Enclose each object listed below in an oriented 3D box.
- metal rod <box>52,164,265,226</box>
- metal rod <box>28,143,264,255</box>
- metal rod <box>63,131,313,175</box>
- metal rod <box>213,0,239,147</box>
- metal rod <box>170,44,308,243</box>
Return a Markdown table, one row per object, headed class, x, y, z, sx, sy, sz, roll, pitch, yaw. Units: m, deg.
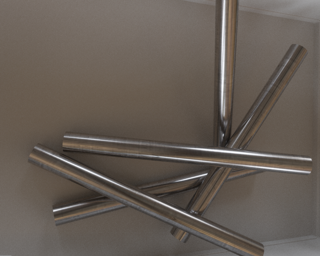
| class | x | y | z | sx | sy | sz | roll | pitch | yaw |
| --- | --- | --- | --- | --- | --- | --- | --- | --- | --- |
| metal rod | 0.015 | 0.079 | 0.417 | 0.303 | 0.025 | 0.025 | -10 | 94 | -20 |
| metal rod | -0.011 | 0.093 | 0.374 | 0.301 | 0.025 | 0.025 | 26 | 81 | -6 |
| metal rod | 0.037 | 0.032 | 0.381 | 0.302 | 0.025 | 0.025 | 6 | 88 | -4 |
| metal rod | 0.078 | -0.085 | 0.369 | 0.025 | 0.025 | 0.298 | -18 | 124 | -19 |
| metal rod | 0.106 | 0.018 | 0.413 | 0.025 | 0.025 | 0.299 | 34 | 87 | -17 |
